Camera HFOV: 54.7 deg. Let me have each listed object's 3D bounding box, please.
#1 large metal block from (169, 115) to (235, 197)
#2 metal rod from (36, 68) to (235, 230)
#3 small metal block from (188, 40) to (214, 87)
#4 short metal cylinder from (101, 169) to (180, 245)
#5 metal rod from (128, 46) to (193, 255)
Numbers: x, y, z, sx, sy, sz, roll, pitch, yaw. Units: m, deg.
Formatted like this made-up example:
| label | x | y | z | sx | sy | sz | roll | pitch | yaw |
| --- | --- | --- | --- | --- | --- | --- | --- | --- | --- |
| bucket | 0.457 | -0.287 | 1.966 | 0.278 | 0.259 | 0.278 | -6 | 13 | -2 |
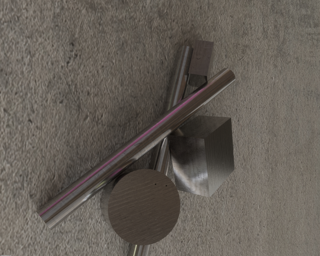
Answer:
| label | x | y | z | sx | sy | sz | roll | pitch | yaw |
| --- | --- | --- | --- | --- | --- | --- | --- | --- | --- |
| large metal block | 0.060 | 0.034 | 0.420 | 0.081 | 0.050 | 0.079 | -31 | 119 | -49 |
| metal rod | -0.010 | 0.009 | 0.375 | 0.302 | 0.025 | 0.025 | -38 | 114 | -26 |
| small metal block | 0.059 | -0.089 | 0.439 | 0.050 | 0.025 | 0.050 | 56 | 46 | -74 |
| short metal cylinder | -0.024 | 0.086 | 0.354 | 0.081 | 0.050 | 0.080 | 2 | 83 | -19 |
| metal rod | 0.003 | 0.033 | 0.408 | 0.025 | 0.025 | 0.299 | 22 | 76 | -38 |
